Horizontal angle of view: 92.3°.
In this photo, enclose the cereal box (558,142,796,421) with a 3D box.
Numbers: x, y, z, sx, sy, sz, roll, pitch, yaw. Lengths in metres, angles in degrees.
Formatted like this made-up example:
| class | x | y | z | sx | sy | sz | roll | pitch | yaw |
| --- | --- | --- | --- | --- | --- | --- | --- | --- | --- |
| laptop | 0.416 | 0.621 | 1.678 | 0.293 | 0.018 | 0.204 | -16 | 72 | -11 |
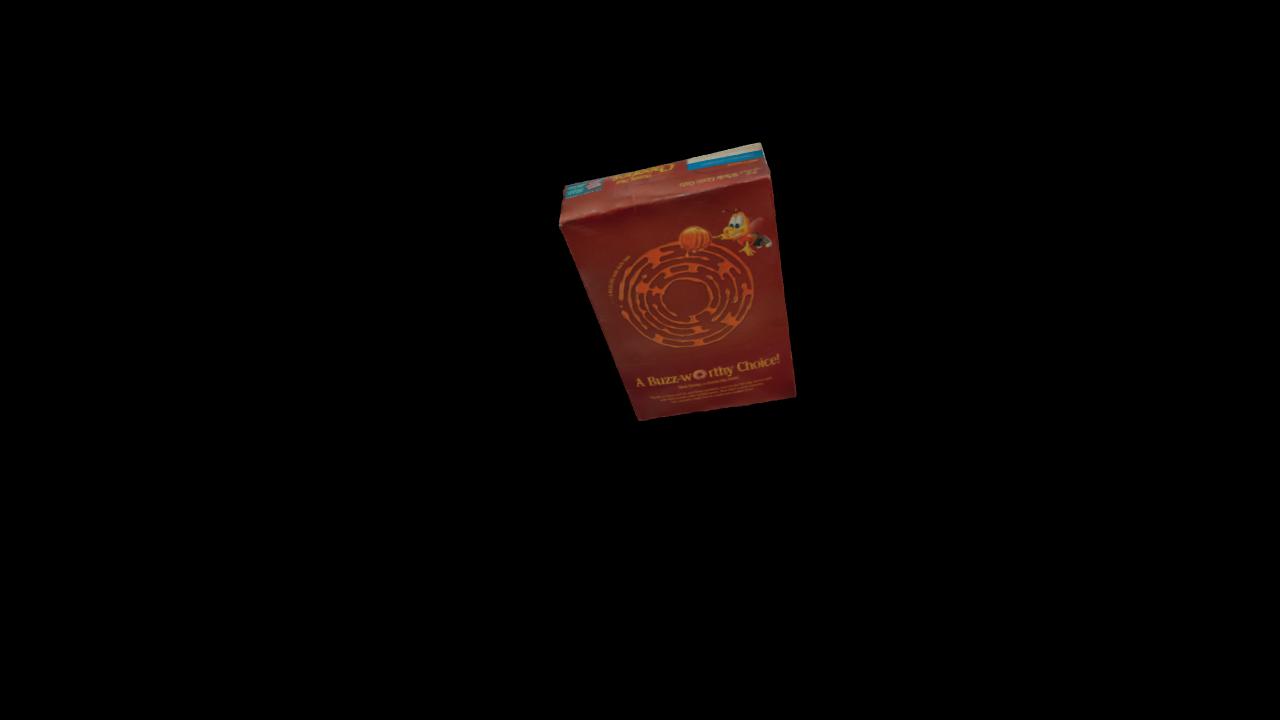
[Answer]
| class | x | y | z | sx | sy | sz | roll | pitch | yaw |
| --- | --- | --- | --- | --- | --- | --- | --- | --- | --- |
| cereal box | 0.056 | -0.067 | 0.681 | 0.203 | 0.306 | 0.081 | -10 | 42 | 11 |
